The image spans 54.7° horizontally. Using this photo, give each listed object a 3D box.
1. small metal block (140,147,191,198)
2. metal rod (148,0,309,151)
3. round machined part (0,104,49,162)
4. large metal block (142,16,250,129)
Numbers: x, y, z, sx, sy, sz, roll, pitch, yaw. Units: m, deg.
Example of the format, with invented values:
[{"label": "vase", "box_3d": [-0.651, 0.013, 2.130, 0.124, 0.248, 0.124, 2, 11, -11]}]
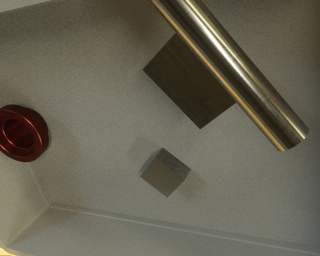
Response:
[{"label": "small metal block", "box_3d": [0.007, 0.064, 0.443, 0.050, 0.025, 0.050, 38, 129, 2]}, {"label": "metal rod", "box_3d": [-0.009, -0.103, 0.196, 0.300, 0.025, 0.025, 48, 129, -6]}, {"label": "round machined part", "box_3d": [-0.227, 0.005, 0.511, 0.098, 0.042, 0.097, 8, 121, 13]}, {"label": "large metal block", "box_3d": [0.043, -0.059, 0.314, 0.080, 0.080, 0.050, 46, 129, -4]}]
